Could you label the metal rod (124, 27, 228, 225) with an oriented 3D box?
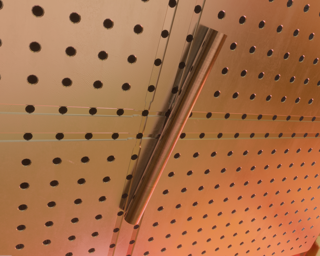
[{"bbox_3d":[0.014,0.011,0.427,0.025,0.025,0.298,11,113,-33],"label":"metal rod"}]
